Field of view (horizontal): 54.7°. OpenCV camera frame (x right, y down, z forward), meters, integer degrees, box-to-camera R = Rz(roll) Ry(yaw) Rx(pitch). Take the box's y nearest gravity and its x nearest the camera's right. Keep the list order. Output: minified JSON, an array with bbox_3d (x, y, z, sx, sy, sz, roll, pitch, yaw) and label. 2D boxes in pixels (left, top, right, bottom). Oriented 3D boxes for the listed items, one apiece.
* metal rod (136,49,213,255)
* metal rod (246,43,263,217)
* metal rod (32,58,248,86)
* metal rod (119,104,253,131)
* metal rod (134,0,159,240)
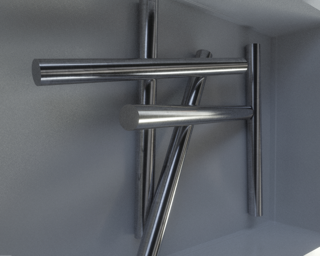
[{"bbox_3d":[0.024,0.023,0.405,0.025,0.025,0.300,34,63,-35],"label":"metal rod"},{"bbox_3d":[0.166,0.004,0.545,0.025,0.025,0.298,-2,92,-40],"label":"metal rod"},{"bbox_3d":[0.005,-0.072,0.375,0.302,0.025,0.025,-10,97,-38],"label":"metal rod"},{"bbox_3d":[0.059,-0.018,0.409,0.302,0.025,0.025,-5,94,-54],"label":"metal rod"},{"bbox_3d":[-0.017,-0.013,0.391,0.025,0.025,0.298,2,89,-40],"label":"metal rod"}]
